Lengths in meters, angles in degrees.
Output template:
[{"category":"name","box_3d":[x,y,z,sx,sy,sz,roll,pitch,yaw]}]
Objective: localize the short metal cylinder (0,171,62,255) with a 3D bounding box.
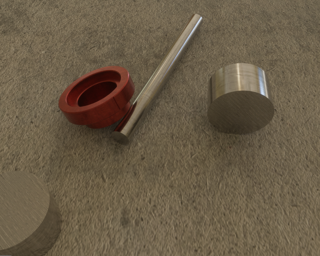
[{"category":"short metal cylinder","box_3d":[-0.145,0.090,0.309,0.081,0.050,0.080,0,50,0]}]

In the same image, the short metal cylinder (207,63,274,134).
[{"category":"short metal cylinder","box_3d":[0.102,-0.036,0.399,0.080,0.080,0.050,5,50,4]}]

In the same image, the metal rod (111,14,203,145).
[{"category":"metal rod","box_3d":[0.008,-0.093,0.481,0.025,0.025,0.301,18,52,14]}]

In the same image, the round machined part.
[{"category":"round machined part","box_3d":[-0.078,-0.037,0.408,0.098,0.042,0.098,-15,39,12]}]
